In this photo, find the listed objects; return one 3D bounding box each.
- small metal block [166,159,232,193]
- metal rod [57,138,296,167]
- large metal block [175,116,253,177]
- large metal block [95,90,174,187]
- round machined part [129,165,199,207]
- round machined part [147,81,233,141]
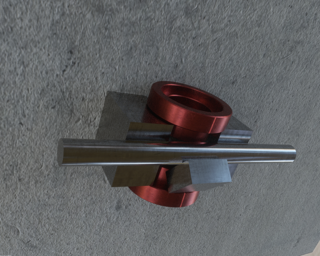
[{"bbox_3d":[0.042,0.054,0.343,0.050,0.025,0.050,2,158,-28],"label":"small metal block"},{"bbox_3d":[0.044,0.028,0.346,0.302,0.025,0.025,3,117,-30],"label":"metal rod"},{"bbox_3d":[0.067,0.018,0.421,0.050,0.080,0.079,4,117,-30],"label":"large metal block"},{"bbox_3d":[-0.035,0.011,0.360,0.050,0.080,0.079,4,116,-31],"label":"large metal block"},{"bbox_3d":[0.008,0.056,0.400,0.099,0.098,0.042,4,111,-31],"label":"round machined part"},{"bbox_3d":[0.032,-0.017,0.368,0.099,0.098,0.042,4,118,-30],"label":"round machined part"}]
